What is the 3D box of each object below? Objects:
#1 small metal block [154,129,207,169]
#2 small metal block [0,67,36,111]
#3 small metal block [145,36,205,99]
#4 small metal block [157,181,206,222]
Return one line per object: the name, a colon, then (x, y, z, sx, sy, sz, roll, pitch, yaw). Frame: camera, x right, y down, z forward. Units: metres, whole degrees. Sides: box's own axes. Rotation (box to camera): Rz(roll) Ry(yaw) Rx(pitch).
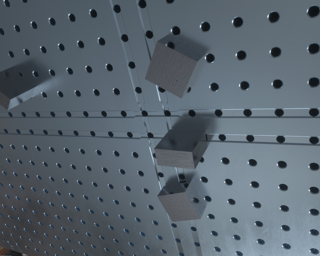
small metal block: (0.028, 0.026, 0.397, 0.050, 0.050, 0.025, 3, 120, 27)
small metal block: (-0.234, -0.062, 0.481, 0.050, 0.050, 0.025, 39, 129, 1)
small metal block: (0.016, -0.071, 0.360, 0.050, 0.025, 0.050, 29, 128, 9)
small metal block: (0.032, 0.111, 0.463, 0.050, 0.025, 0.050, -18, 109, 35)
